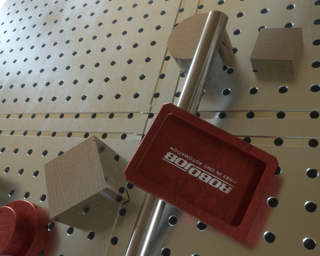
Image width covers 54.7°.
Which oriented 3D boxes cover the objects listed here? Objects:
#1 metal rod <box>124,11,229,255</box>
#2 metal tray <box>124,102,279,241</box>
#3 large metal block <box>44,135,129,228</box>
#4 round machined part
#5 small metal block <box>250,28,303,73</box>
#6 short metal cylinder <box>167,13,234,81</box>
[{"bbox_3d":[0.022,0.003,0.358,0.025,0.025,0.299,14,80,34],"label":"metal rod"},{"bbox_3d":[0.041,0.043,0.317,0.130,0.030,0.090,28,75,5],"label":"metal tray"},{"bbox_3d":[-0.097,0.070,0.400,0.080,0.050,0.080,-30,52,9],"label":"large metal block"},{"bbox_3d":[-0.204,0.144,0.416,0.098,0.042,0.098,-13,56,21],"label":"round machined part"},{"bbox_3d":[0.148,-0.099,0.391,0.050,0.025,0.050,11,67,32],"label":"small metal block"},{"bbox_3d":[0.057,-0.112,0.431,0.080,0.050,0.080,-13,56,21],"label":"short metal cylinder"}]
